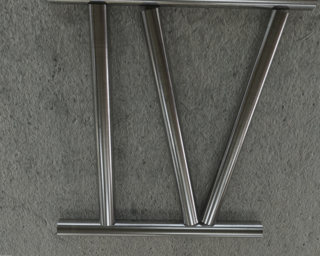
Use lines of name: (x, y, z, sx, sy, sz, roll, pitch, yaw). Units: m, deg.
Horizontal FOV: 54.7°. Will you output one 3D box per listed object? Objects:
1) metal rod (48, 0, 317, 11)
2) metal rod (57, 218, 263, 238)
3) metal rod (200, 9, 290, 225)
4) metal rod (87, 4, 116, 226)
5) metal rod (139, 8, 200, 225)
metal rod: (0.026, -0.152, 0.355, 0.302, 0.025, 0.025, 1, 110, -1)
metal rod: (0.001, 0.151, 0.466, 0.302, 0.025, 0.025, 1, 110, -1)
metal rod: (0.105, 0.000, 0.412, 0.025, 0.025, 0.298, 12, 109, -5)
metal rod: (-0.074, -0.003, 0.408, 0.025, 0.025, 0.298, 1, 110, -1)
metal rod: (0.017, 0.000, 0.410, 0.025, 0.025, 0.298, -11, 110, 3)
